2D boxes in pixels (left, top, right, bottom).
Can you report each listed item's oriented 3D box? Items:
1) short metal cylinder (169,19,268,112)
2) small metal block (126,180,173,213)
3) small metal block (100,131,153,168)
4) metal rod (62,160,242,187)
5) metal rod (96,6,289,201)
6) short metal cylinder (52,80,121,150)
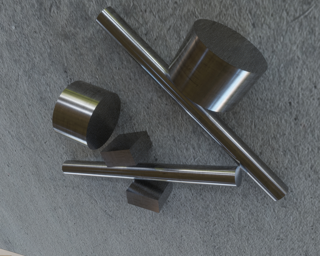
[{"bbox_3d":[0.056,-0.061,0.304,0.080,0.080,0.050,36,129,4],"label":"short metal cylinder"},{"bbox_3d":[-0.014,0.091,0.454,0.050,0.050,0.025,11,125,22],"label":"small metal block"},{"bbox_3d":[-0.046,0.029,0.433,0.050,0.050,0.025,-8,114,32],"label":"small metal block"},{"bbox_3d":[-0.032,0.063,0.450,0.300,0.025,0.025,-2,118,33],"label":"metal rod"},{"bbox_3d":[0.041,-0.026,0.369,0.300,0.025,0.025,45,129,-4],"label":"metal rod"},{"bbox_3d":[-0.095,-0.017,0.411,0.050,0.080,0.079,22,127,15],"label":"short metal cylinder"}]
